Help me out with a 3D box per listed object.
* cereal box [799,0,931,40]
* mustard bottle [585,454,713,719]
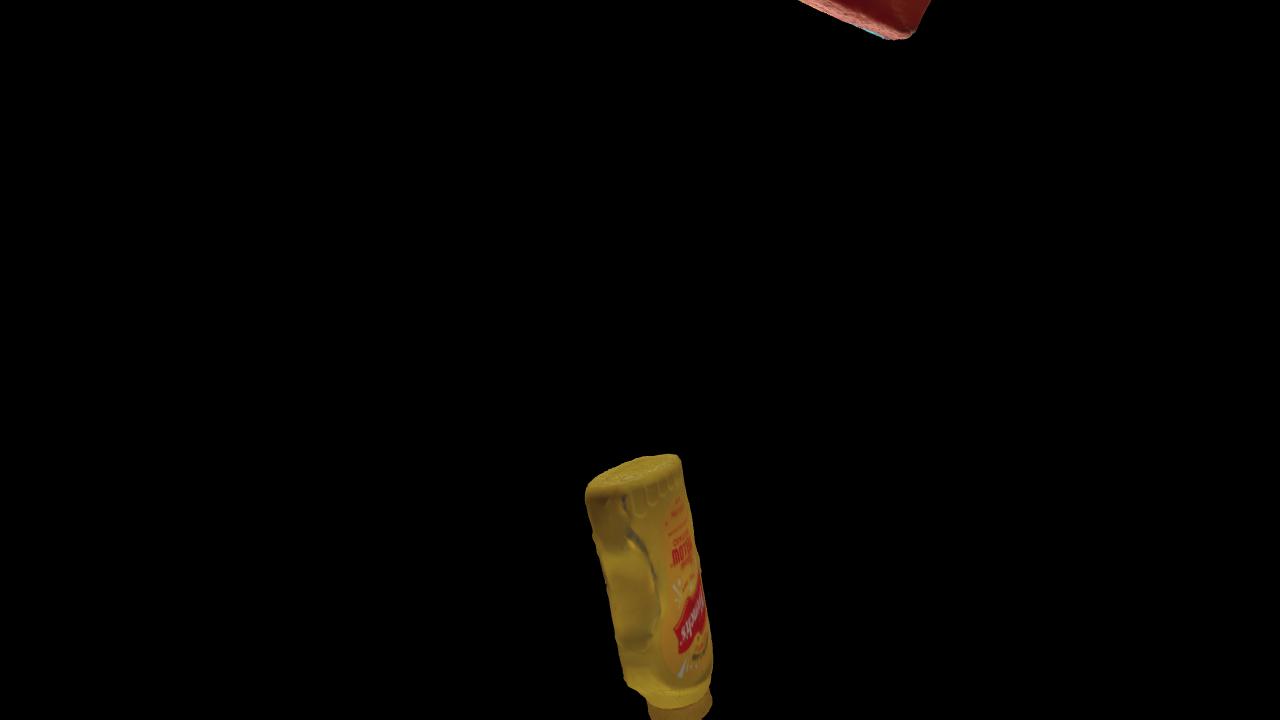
[{"bbox_3d":[0.181,-0.429,0.446,0.203,0.306,0.081,19,29,-8],"label":"cereal box"},{"bbox_3d":[0.013,0.160,0.399,0.054,0.184,0.092,-10,1,20],"label":"mustard bottle"}]
